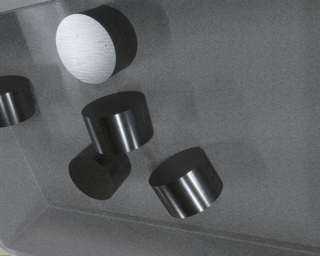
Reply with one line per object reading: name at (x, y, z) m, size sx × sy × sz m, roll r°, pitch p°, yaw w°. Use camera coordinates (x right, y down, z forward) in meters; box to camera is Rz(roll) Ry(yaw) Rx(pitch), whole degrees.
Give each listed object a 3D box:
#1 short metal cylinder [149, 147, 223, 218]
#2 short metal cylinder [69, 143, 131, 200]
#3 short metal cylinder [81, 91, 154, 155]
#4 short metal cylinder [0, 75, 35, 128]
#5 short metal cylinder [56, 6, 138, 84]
short metal cylinder at (0.033, 0.068, 0.397) m, size 0.080 × 0.080 × 0.050 m, roll -22°, pitch 107°, yaw 36°
short metal cylinder at (-0.092, 0.064, 0.479) m, size 0.080 × 0.050 × 0.079 m, roll 13°, pitch 124°, yaw 20°
short metal cylinder at (-0.053, -0.009, 0.394) m, size 0.080 × 0.080 × 0.050 m, roll 1°, pitch 119°, yaw 27°
short metal cylinder at (-0.237, -0.042, 0.469) m, size 0.080 × 0.080 × 0.050 m, roll 11°, pitch 123°, yaw 22°
short metal cylinder at (-0.074, -0.099, 0.369) m, size 0.080 × 0.050 × 0.079 m, roll 13°, pitch 124°, yaw 20°
